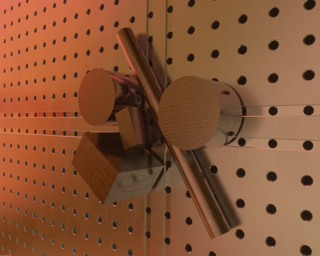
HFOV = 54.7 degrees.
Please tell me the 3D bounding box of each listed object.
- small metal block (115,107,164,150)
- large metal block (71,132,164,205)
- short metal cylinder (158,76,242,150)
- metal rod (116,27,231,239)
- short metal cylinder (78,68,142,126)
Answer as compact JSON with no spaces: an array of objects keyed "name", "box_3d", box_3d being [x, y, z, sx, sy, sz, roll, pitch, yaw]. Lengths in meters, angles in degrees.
[{"name":"small metal block","box_3d":[-0.027,0.001,0.410,0.025,0.050,0.050,-27,73,37]},{"name":"large metal block","box_3d":[-0.057,0.049,0.414,0.080,0.081,0.050,42,116,32]},{"name":"short metal cylinder","box_3d":[0.045,-0.016,0.351,0.080,0.050,0.079,0,90,40]},{"name":"metal rod","box_3d":[0.009,-0.008,0.397,0.025,0.025,0.299,-38,67,33]},{"name":"short metal cylinder","box_3d":[-0.073,-0.043,0.449,0.080,0.050,0.079,0,90,40]}]
